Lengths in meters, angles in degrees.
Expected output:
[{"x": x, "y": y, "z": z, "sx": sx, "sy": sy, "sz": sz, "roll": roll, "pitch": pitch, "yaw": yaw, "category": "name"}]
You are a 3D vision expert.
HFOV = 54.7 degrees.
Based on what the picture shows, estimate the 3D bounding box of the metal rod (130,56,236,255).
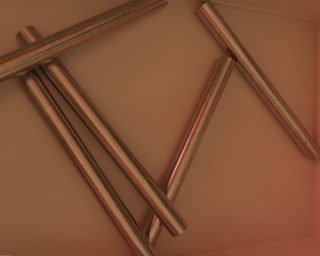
[{"x": 0.035, "y": 0.036, "z": 0.424, "sx": 0.025, "sy": 0.025, "sz": 0.299, "roll": 28, "pitch": 81, "yaw": -18, "category": "metal rod"}]

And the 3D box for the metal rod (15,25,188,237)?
[{"x": -0.065, "y": 0.009, "z": 0.372, "sx": 0.025, "sy": 0.025, "sz": 0.299, "roll": -39, "pitch": 97, "yaw": -16, "category": "metal rod"}]

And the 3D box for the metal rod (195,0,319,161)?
[{"x": 0.156, "y": -0.064, "z": 0.469, "sx": 0.025, "sy": 0.025, "sz": 0.300, "roll": -46, "pitch": 105, "yaw": -14, "category": "metal rod"}]

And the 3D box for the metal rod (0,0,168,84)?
[{"x": -0.108, "y": -0.095, "z": 0.344, "sx": 0.302, "sy": 0.025, "sz": 0.025, "roll": -35, "pitch": 102, "yaw": -27, "category": "metal rod"}]

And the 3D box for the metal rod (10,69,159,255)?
[{"x": -0.087, "y": 0.044, "z": 0.364, "sx": 0.025, "sy": 0.025, "sz": 0.299, "roll": -34, "pitch": 96, "yaw": -17, "category": "metal rod"}]
